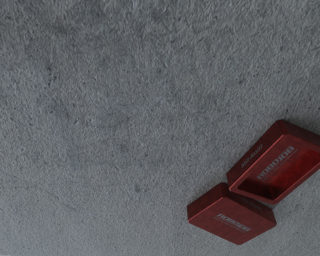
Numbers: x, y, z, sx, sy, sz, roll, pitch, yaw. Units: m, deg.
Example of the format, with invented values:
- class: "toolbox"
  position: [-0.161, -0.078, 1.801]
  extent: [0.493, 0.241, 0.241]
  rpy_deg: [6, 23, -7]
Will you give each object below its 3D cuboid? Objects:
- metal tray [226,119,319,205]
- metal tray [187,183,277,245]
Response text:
- class: "metal tray"
  position: [0.170, 0.055, 0.452]
  extent: [0.091, 0.030, 0.129]
  rpy_deg: [20, 127, -17]
- class: "metal tray"
  position: [0.123, 0.152, 0.534]
  extent: [0.131, 0.030, 0.090]
  rpy_deg: [31, 124, -24]
